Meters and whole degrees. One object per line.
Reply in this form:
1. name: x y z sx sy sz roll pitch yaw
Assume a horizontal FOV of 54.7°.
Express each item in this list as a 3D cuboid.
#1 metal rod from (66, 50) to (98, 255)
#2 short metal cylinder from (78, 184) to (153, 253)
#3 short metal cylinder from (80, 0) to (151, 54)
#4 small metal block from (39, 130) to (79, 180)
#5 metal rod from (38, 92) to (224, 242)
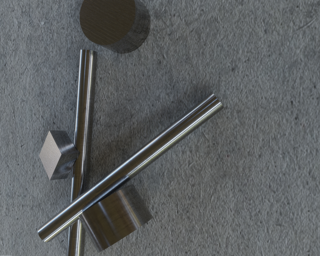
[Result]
1. metal rod: -0.113 0.039 0.448 0.025 0.025 0.298 5 92 20
2. short metal cylinder: -0.056 0.115 0.400 0.080 0.080 0.050 -35 79 16
3. short metal cylinder: -0.059 -0.145 0.417 0.080 0.050 0.080 0 90 20
4. small metal block: -0.147 0.039 0.446 0.050 0.025 0.050 50 122 34
5. metal rod: -0.044 0.057 0.408 0.300 0.025 0.025 -38 78 9
